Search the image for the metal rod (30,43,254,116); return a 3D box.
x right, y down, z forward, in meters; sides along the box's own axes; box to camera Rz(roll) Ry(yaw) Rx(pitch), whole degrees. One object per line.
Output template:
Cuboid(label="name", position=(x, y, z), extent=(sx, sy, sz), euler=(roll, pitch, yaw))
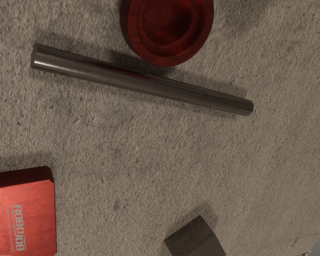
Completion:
Cuboid(label="metal rod", position=(0.004, -0.050, 0.379), extent=(0.302, 0.025, 0.025), euler=(9, 114, -33))

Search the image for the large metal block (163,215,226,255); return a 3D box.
Cuboid(label="large metal block", position=(0.065, 0.218, 0.564), extent=(0.080, 0.050, 0.080), euler=(-33, 129, -7))

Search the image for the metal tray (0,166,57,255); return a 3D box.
Cuboid(label="metal tray", position=(-0.177, 0.113, 0.377), extent=(0.091, 0.030, 0.129), euler=(-6, 121, -26))

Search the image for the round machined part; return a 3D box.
Cuboid(label="round machined part", position=(0.004, -0.118, 0.326), extent=(0.099, 0.042, 0.097), euler=(-14, 125, -21))
